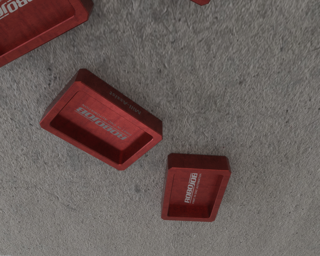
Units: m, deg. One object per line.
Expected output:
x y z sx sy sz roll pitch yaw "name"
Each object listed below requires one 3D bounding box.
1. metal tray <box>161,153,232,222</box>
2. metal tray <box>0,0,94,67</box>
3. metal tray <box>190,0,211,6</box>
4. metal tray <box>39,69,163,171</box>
0.052 0.097 0.486 0.091 0.030 0.129 3 130 -3 "metal tray"
-0.143 -0.121 0.298 0.130 0.030 0.090 -21 127 17 "metal tray"
0.030 -0.180 0.250 0.091 0.030 0.129 20 127 -17 "metal tray"
-0.072 -0.005 0.398 0.130 0.030 0.090 34 122 -26 "metal tray"
